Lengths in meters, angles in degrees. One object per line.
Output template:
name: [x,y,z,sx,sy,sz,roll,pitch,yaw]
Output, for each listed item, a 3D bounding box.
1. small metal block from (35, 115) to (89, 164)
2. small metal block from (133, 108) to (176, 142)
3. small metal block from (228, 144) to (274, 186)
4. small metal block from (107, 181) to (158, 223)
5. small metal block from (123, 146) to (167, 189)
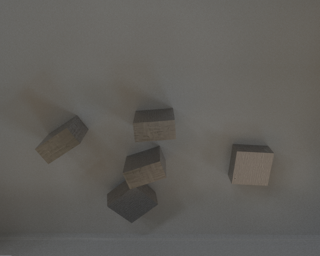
small metal block: [-0.125,0.014,0.401,0.050,0.050,0.025,-32,107,11]
small metal block: [-0.006,-0.005,0.396,0.050,0.050,0.025,-4,110,1]
small metal block: [0.126,0.051,0.432,0.050,0.025,0.050,3,110,-2]
small metal block: [-0.039,0.102,0.443,0.050,0.025,0.050,-38,120,13]
small metal block: [-0.020,0.052,0.417,0.050,0.050,0.025,-18,109,6]
